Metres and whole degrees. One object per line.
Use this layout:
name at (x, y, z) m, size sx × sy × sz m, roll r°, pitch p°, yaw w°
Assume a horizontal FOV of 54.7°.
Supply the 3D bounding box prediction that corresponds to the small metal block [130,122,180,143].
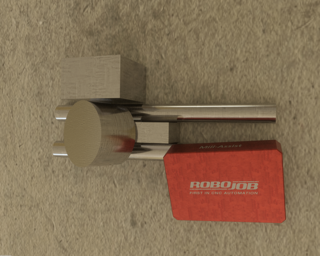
small metal block at (-0.005, 0.005, 0.397) m, size 0.050 × 0.050 × 0.025 m, roll 1°, pitch 91°, yaw 19°

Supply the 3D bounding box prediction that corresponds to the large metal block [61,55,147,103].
large metal block at (-0.070, -0.060, 0.405) m, size 0.080 × 0.080 × 0.050 m, roll 1°, pitch 91°, yaw 19°

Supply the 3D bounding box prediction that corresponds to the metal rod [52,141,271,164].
metal rod at (-0.011, 0.031, 0.413) m, size 0.301 × 0.025 × 0.025 m, roll 0°, pitch 90°, yaw 19°

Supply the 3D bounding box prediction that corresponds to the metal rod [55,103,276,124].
metal rod at (-0.006, -0.020, 0.412) m, size 0.301 × 0.025 × 0.025 m, roll 1°, pitch 90°, yaw 19°

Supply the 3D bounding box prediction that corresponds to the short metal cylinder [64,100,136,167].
short metal cylinder at (-0.076, 0.007, 0.385) m, size 0.080 × 0.050 × 0.080 m, roll -2°, pitch 87°, yaw 43°

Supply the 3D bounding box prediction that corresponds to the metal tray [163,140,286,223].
metal tray at (0.076, 0.064, 0.365) m, size 0.130 × 0.030 × 0.089 m, roll -4°, pitch 106°, yaw 18°
